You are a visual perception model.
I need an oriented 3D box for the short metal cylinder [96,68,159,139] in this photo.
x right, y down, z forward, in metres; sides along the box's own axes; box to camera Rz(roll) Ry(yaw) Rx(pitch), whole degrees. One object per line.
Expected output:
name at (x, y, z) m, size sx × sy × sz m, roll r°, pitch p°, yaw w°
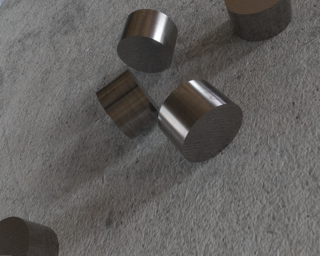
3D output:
short metal cylinder at (-0.039, -0.032, 0.409) m, size 0.050 × 0.080 × 0.080 m, roll -36°, pitch 51°, yaw 5°

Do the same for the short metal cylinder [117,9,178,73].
short metal cylinder at (-0.018, -0.126, 0.455) m, size 0.080 × 0.080 × 0.050 m, roll -2°, pitch 61°, yaw 27°

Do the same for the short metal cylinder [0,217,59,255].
short metal cylinder at (-0.175, 0.156, 0.384) m, size 0.080 × 0.050 × 0.080 m, roll -13°, pitch 56°, yaw 21°

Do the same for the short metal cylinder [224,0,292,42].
short metal cylinder at (0.133, -0.165, 0.419) m, size 0.080 × 0.050 × 0.080 m, roll -13°, pitch 56°, yaw 21°

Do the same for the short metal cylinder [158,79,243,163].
short metal cylinder at (0.045, -0.007, 0.350) m, size 0.080 × 0.080 × 0.050 m, roll -41°, pitch 51°, yaw 0°
